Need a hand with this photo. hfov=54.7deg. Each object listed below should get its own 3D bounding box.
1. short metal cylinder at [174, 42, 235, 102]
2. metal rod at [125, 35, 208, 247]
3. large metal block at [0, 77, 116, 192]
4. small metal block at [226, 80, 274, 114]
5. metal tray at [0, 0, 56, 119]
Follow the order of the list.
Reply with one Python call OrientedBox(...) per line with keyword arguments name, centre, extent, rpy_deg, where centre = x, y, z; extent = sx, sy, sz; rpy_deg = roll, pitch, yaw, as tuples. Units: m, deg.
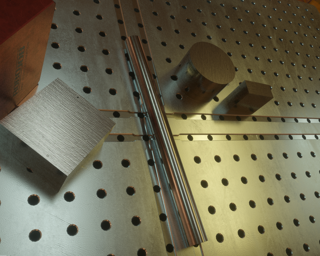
OrientedBox(name="short metal cylinder", centre=(0.070, -0.087, 0.485), extent=(0.081, 0.050, 0.080), rpy_deg=(14, 56, -21))
OrientedBox(name="metal rod", centre=(0.001, 0.000, 0.409), extent=(0.025, 0.025, 0.299), rpy_deg=(-4, 64, -30))
OrientedBox(name="large metal block", centre=(-0.109, 0.007, 0.330), extent=(0.080, 0.050, 0.080), rpy_deg=(39, 51, -2))
OrientedBox(name="small metal block", centre=(0.145, -0.049, 0.503), extent=(0.050, 0.050, 0.025), rpy_deg=(6, 59, -26))
OrientedBox(name="metal tray", centre=(-0.149, -0.063, 0.299), extent=(0.030, 0.129, 0.090), rpy_deg=(33, 51, -8))
